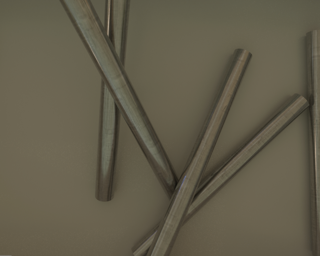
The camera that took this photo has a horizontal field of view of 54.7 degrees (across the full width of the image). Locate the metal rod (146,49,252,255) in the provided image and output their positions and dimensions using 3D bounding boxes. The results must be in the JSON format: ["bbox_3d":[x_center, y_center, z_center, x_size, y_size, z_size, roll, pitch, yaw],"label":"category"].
[{"bbox_3d":[0.050,0.036,0.391,0.025,0.025,0.299,24,81,-1],"label":"metal rod"}]

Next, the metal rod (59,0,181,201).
[{"bbox_3d":[-0.033,-0.026,0.339,0.025,0.025,0.299,-26,120,0],"label":"metal rod"}]

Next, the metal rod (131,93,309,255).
[{"bbox_3d":[0.080,0.066,0.412,0.300,0.025,0.025,-43,91,-1],"label":"metal rod"}]

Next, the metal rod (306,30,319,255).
[{"bbox_3d":[0.213,0.021,0.414,0.025,0.025,0.298,-2,90,-1],"label":"metal rod"}]

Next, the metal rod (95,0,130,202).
[{"bbox_3d":[-0.055,-0.045,0.353,0.025,0.025,0.298,8,114,-1],"label":"metal rod"}]
